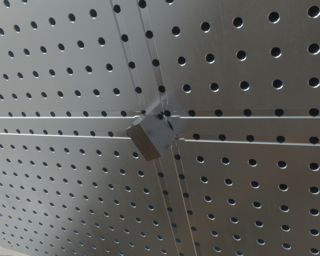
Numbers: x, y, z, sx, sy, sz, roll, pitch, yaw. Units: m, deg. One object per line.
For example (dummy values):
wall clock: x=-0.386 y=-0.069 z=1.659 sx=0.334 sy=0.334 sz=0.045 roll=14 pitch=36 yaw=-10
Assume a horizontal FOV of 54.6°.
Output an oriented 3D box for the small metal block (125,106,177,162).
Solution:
small metal block: x=-0.010 y=0.007 z=0.406 sx=0.025 sy=0.050 sz=0.050 roll=-25 pitch=105 yaw=37
